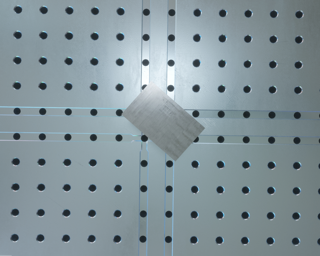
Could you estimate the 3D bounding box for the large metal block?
[{"bbox_3d":[0.004,-0.008,0.386,0.080,0.080,0.050,41,90,-1],"label":"large metal block"}]
